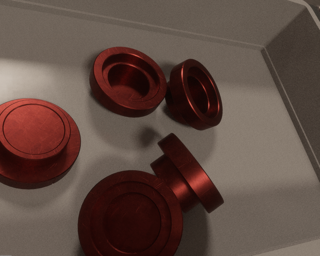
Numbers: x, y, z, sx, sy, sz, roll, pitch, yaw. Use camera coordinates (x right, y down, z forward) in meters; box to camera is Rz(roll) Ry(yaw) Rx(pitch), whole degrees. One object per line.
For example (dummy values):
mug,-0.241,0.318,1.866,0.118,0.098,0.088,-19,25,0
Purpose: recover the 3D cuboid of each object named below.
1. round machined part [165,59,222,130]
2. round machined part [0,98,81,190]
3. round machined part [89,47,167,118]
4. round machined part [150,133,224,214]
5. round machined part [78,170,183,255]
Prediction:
round machined part,0.043,-0.043,0.431,0.098,0.042,0.098,29,51,-42
round machined part,-0.131,0.010,0.319,0.099,0.042,0.098,14,56,-21
round machined part,-0.044,-0.055,0.405,0.099,0.042,0.098,13,56,-20
round machined part,0.025,0.057,0.352,0.042,0.098,0.098,-36,81,-3
round machined part,-0.026,0.093,0.307,0.099,0.042,0.098,-1,74,3
